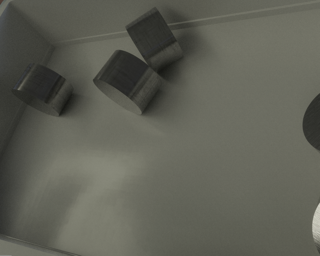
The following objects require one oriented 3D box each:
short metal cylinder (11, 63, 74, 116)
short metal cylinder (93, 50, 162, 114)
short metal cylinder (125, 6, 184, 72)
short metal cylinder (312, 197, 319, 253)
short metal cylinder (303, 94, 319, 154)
[{"bbox_3d":[-0.190,-0.061,0.505,0.080,0.080,0.050,12,68,33],"label":"short metal cylinder"},{"bbox_3d":[-0.045,-0.062,0.431,0.080,0.080,0.050,25,75,36],"label":"short metal cylinder"},{"bbox_3d":[-0.007,-0.127,0.450,0.050,0.080,0.080,-31,52,8],"label":"short metal cylinder"},{"bbox_3d":[0.163,0.076,0.237,0.080,0.050,0.079,0,90,30],"label":"short metal cylinder"},{"bbox_3d":[0.180,0.000,0.278,0.080,0.050,0.080,-35,35,30],"label":"short metal cylinder"}]
